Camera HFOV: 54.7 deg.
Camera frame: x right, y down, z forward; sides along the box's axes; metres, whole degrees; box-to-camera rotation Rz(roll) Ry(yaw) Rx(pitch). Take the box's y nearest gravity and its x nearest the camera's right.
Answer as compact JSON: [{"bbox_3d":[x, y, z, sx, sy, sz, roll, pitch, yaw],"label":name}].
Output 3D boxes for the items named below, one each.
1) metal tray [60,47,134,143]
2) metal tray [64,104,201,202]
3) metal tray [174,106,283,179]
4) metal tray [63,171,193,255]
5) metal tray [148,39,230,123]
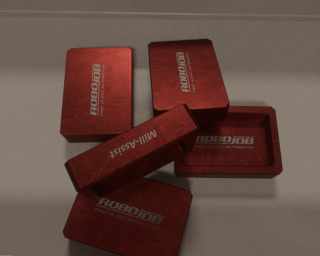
[{"bbox_3d":[-0.082,-0.047,0.423,0.091,0.030,0.130,-1,70,-1],"label":"metal tray"},{"bbox_3d":[-0.025,0.030,0.331,0.131,0.090,0.030,-27,73,-10],"label":"metal tray"},{"bbox_3d":[0.084,0.018,0.401,0.131,0.030,0.090,1,70,0],"label":"metal tray"},{"bbox_3d":[-0.036,0.103,0.369,0.131,0.030,0.090,16,71,5],"label":"metal tray"},{"bbox_3d":[0.033,-0.065,0.411,0.091,0.030,0.130,-4,52,-2],"label":"metal tray"}]
